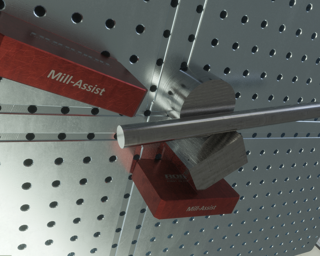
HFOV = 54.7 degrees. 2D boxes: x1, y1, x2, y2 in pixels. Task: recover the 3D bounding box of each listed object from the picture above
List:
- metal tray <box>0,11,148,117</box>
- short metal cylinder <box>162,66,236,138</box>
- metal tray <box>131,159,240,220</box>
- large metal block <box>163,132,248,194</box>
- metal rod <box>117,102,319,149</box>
[{"bbox_3d":[-0.086,-0.058,0.286,0.131,0.090,0.030,17,109,-35],"label":"metal tray"},{"bbox_3d":[0.049,-0.034,0.401,0.081,0.050,0.079,-14,124,-21],"label":"short metal cylinder"},{"bbox_3d":[0.036,0.083,0.440,0.131,0.090,0.030,6,116,-31],"label":"metal tray"},{"bbox_3d":[0.060,0.029,0.426,0.080,0.080,0.050,-30,129,-9],"label":"large metal block"},{"bbox_3d":[0.094,-0.009,0.392,0.303,0.025,0.025,-8,122,-25],"label":"metal rod"}]
